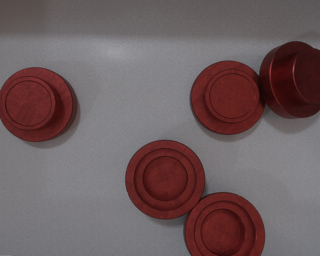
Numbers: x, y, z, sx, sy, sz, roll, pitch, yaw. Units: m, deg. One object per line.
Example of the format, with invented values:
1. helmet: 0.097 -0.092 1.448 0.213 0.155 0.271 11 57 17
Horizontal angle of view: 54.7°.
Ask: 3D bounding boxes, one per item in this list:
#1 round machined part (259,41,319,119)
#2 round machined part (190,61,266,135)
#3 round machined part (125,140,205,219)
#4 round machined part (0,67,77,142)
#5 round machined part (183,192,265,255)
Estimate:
1. round machined part: 0.177 -0.061 0.388 0.099 0.042 0.097 1 86 -22
2. round machined part: 0.090 -0.039 0.403 0.099 0.042 0.097 0 90 0
3. round machined part: 0.007 0.064 0.401 0.099 0.042 0.097 0 87 2
4. round machined part: -0.162 -0.030 0.401 0.099 0.042 0.097 0 90 0
5. round machined part: 0.079 0.132 0.396 0.099 0.042 0.098 1 76 -2
